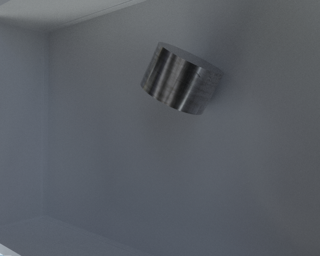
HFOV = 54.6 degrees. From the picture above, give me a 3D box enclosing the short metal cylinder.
[{"bbox_3d":[0.025,-0.057,0.352,0.080,0.081,0.050,40,114,33],"label":"short metal cylinder"}]
